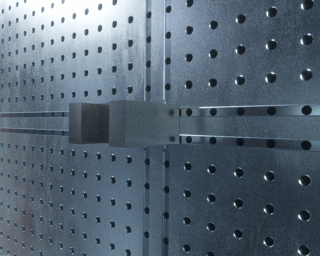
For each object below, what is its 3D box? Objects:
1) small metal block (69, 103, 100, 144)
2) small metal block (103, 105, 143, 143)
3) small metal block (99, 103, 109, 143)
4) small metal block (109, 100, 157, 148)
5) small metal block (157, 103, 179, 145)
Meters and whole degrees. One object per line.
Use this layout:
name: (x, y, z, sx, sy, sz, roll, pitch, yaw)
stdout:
small metal block: (-0.088, -0.006, 0.397, 0.025, 0.050, 0.050, 1, 90, 40)
small metal block: (-0.051, -0.005, 0.432, 0.025, 0.050, 0.050, 1, 91, 40)
small metal block: (-0.050, -0.006, 0.384, 0.050, 0.025, 0.050, 1, 91, 39)
small metal block: (-0.029, -0.004, 0.348, 0.025, 0.050, 0.050, 1, 90, 40)
small metal block: (-0.001, -0.005, 0.391, 0.025, 0.050, 0.050, -1, 90, 40)
